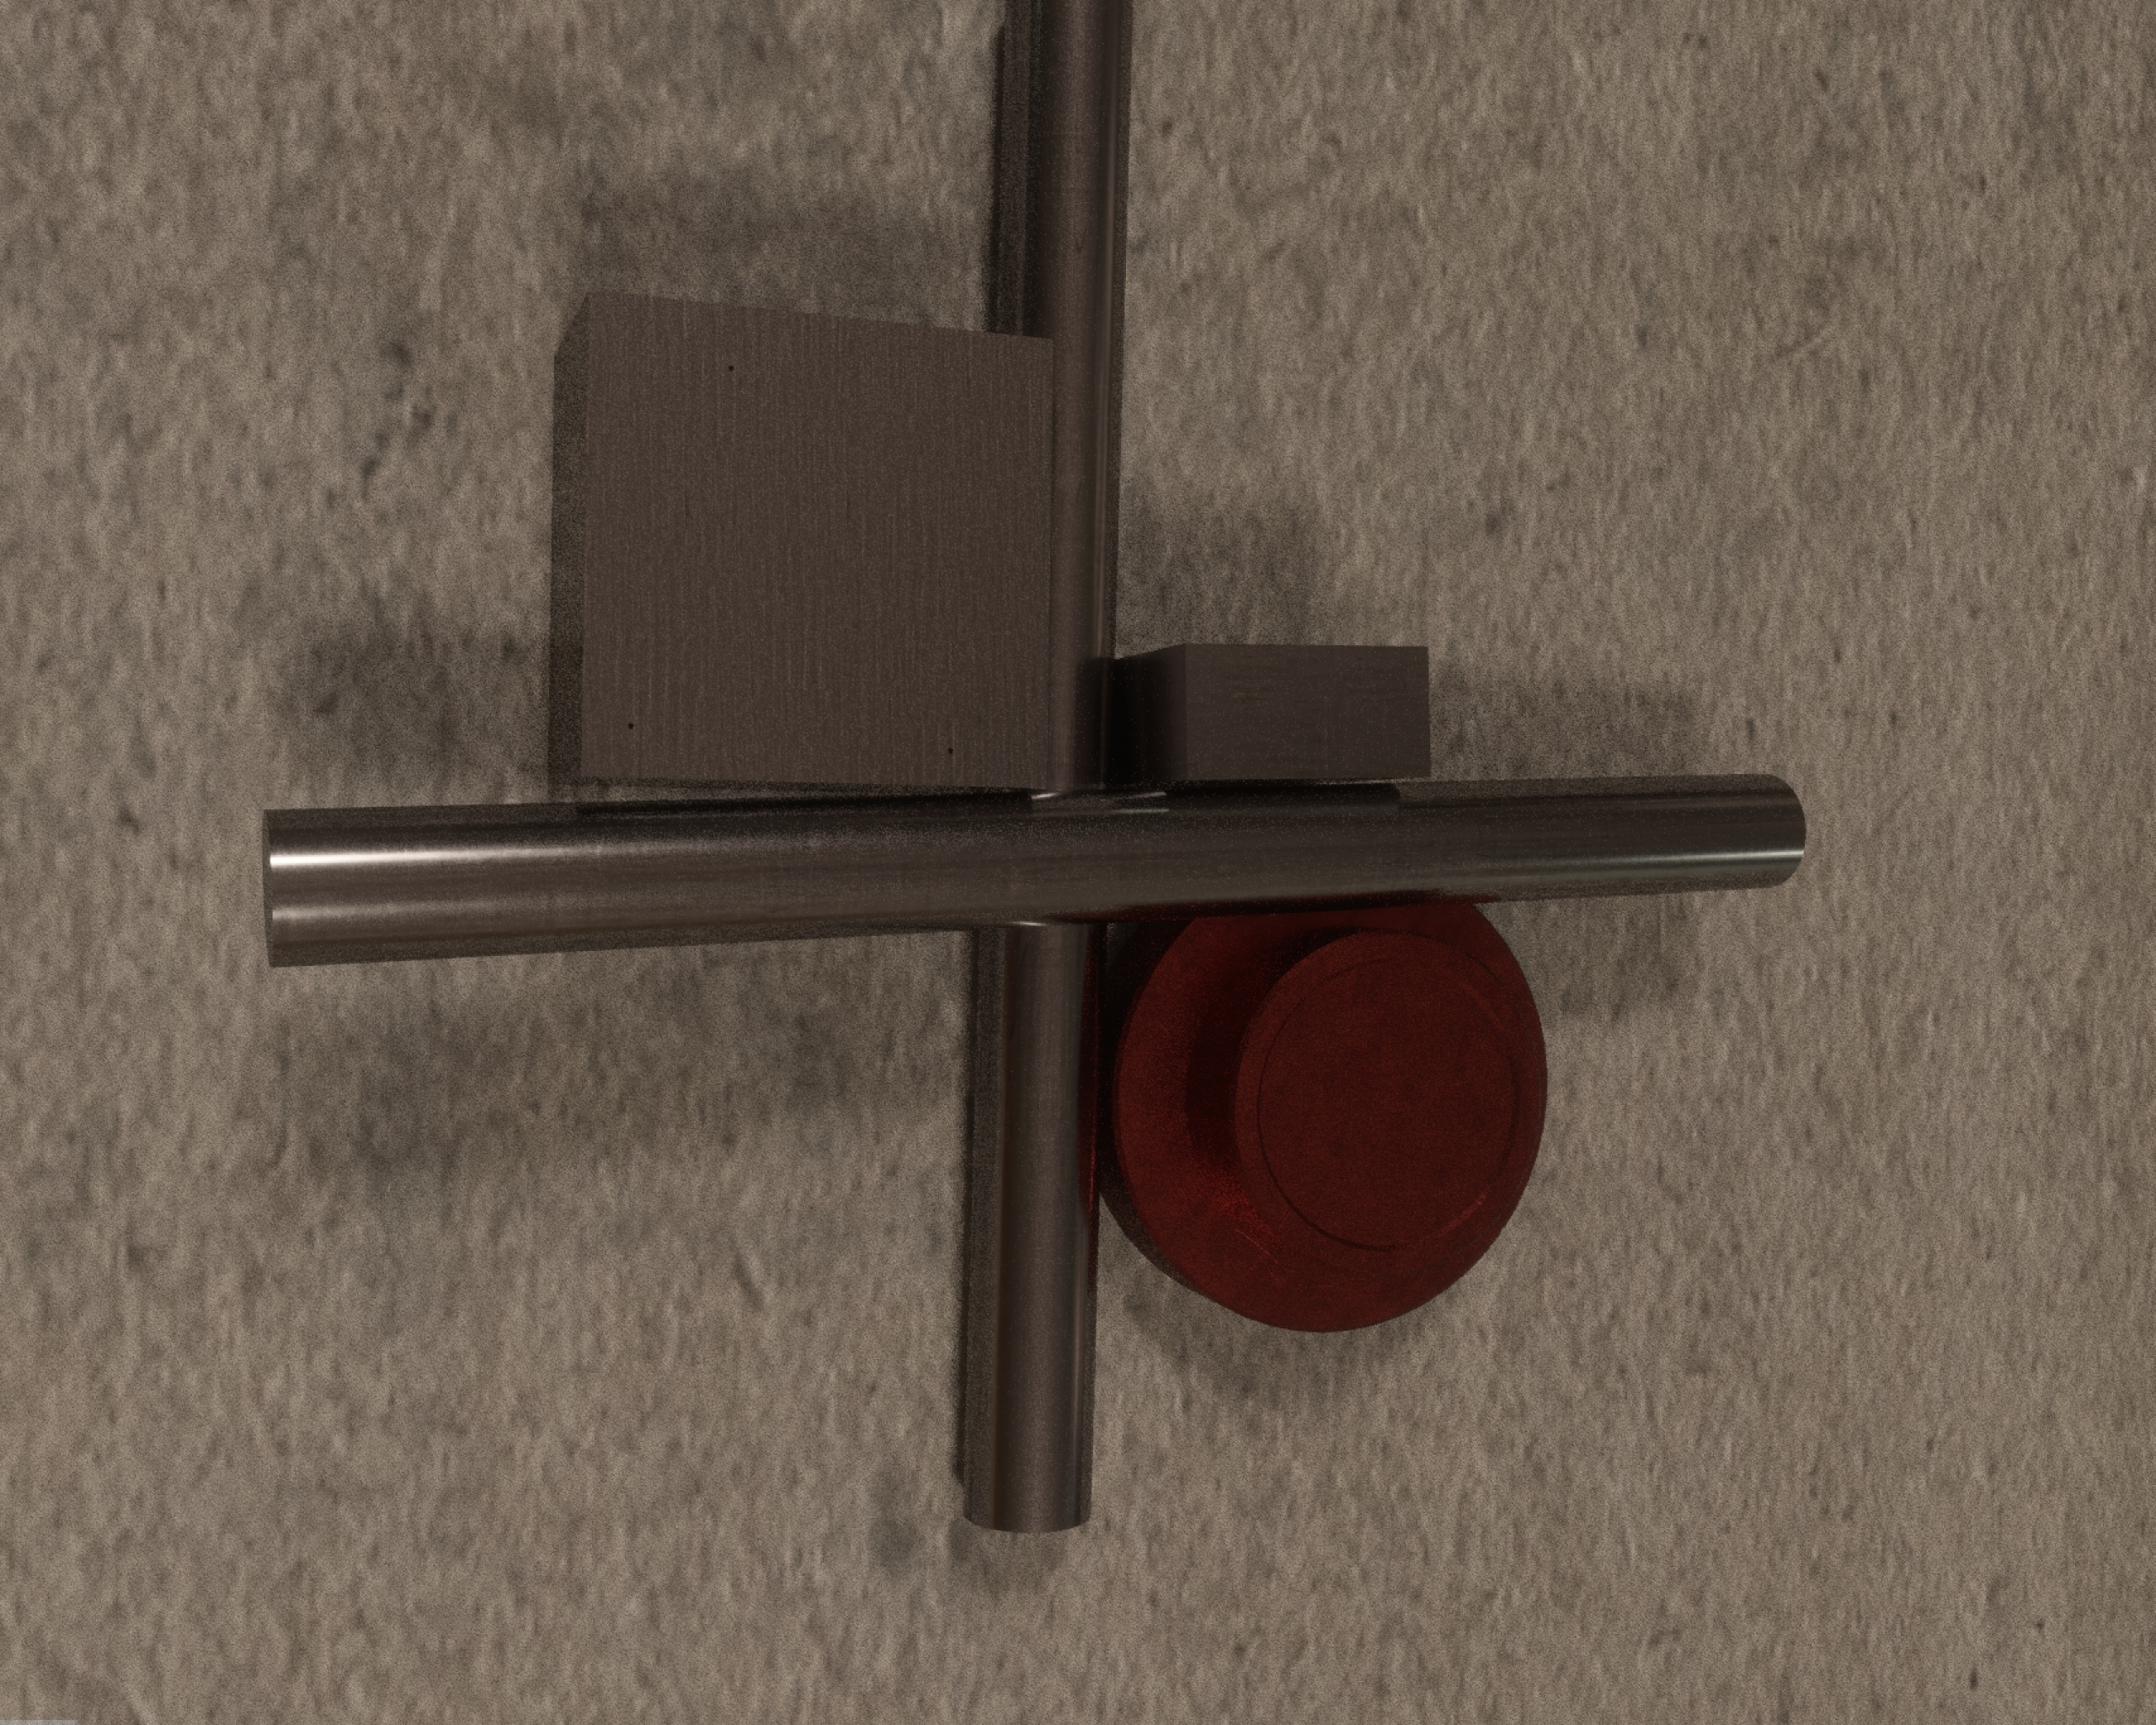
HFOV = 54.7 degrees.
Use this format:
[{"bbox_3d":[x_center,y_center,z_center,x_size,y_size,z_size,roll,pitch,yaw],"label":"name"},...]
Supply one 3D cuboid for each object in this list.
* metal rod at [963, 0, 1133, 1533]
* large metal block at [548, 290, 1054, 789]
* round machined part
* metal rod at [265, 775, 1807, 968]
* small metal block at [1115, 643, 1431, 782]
[{"bbox_3d":[-0.006,-0.022,0.409,0.025,0.025,0.298,2,89,-20],"label":"metal rod"},{"bbox_3d":[-0.051,-0.053,0.378,0.081,0.050,0.079,1,90,-21],"label":"large metal block"},{"bbox_3d":[0.054,0.047,0.421,0.099,0.042,0.097,0,90,-21],"label":"round machined part"},{"bbox_3d":[0.011,-0.001,0.389,0.303,0.025,0.025,-2,91,-24],"label":"metal rod"},{"bbox_3d":[0.035,-0.028,0.411,0.050,0.050,0.025,-2,91,-20],"label":"small metal block"}]
